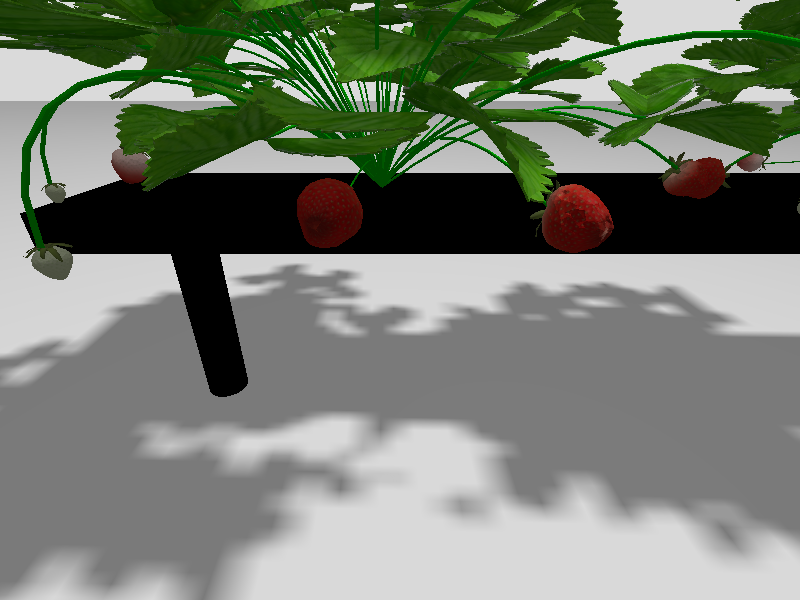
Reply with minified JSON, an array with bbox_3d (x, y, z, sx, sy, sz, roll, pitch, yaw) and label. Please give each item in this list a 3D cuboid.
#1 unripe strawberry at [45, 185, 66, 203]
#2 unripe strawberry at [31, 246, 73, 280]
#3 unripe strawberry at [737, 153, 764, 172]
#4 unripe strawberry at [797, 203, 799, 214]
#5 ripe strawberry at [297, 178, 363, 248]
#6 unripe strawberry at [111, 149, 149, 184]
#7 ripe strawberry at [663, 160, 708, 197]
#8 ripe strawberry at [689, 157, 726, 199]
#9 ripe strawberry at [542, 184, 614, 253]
[{"bbox_3d":[-0.209,-0.065,0.243,0.010,0.011,0.011,-14,31,-25],"label":"unripe strawberry"},{"bbox_3d":[-0.142,-0.015,0.164,0.013,0.014,0.014,17,32,28],"label":"unripe strawberry"},{"bbox_3d":[0.351,-0.138,0.401,0.020,0.017,0.020,20,34,34],"label":"unripe strawberry"},{"bbox_3d":[0.227,-0.051,0.222,0.011,0.011,0.011,-16,32,-28],"label":"unripe strawberry"},{"bbox_3d":[-0.038,-0.043,0.208,0.034,0.036,0.037,4,29,8],"label":"ripe strawberry"},{"bbox_3d":[-0.242,-0.119,0.360,0.030,0.031,0.029,25,28,-7],"label":"unripe strawberry"},{"bbox_3d":[0.227,-0.092,0.305,0.032,0.031,0.029,-9,29,-7],"label":"ripe strawberry"},{"bbox_3d":[0.216,-0.089,0.301,0.028,0.027,0.030,35,29,-8],"label":"ripe strawberry"},{"bbox_3d":[0.087,-0.038,0.197,0.030,0.034,0.032,-17,38,-29],"label":"ripe strawberry"}]
